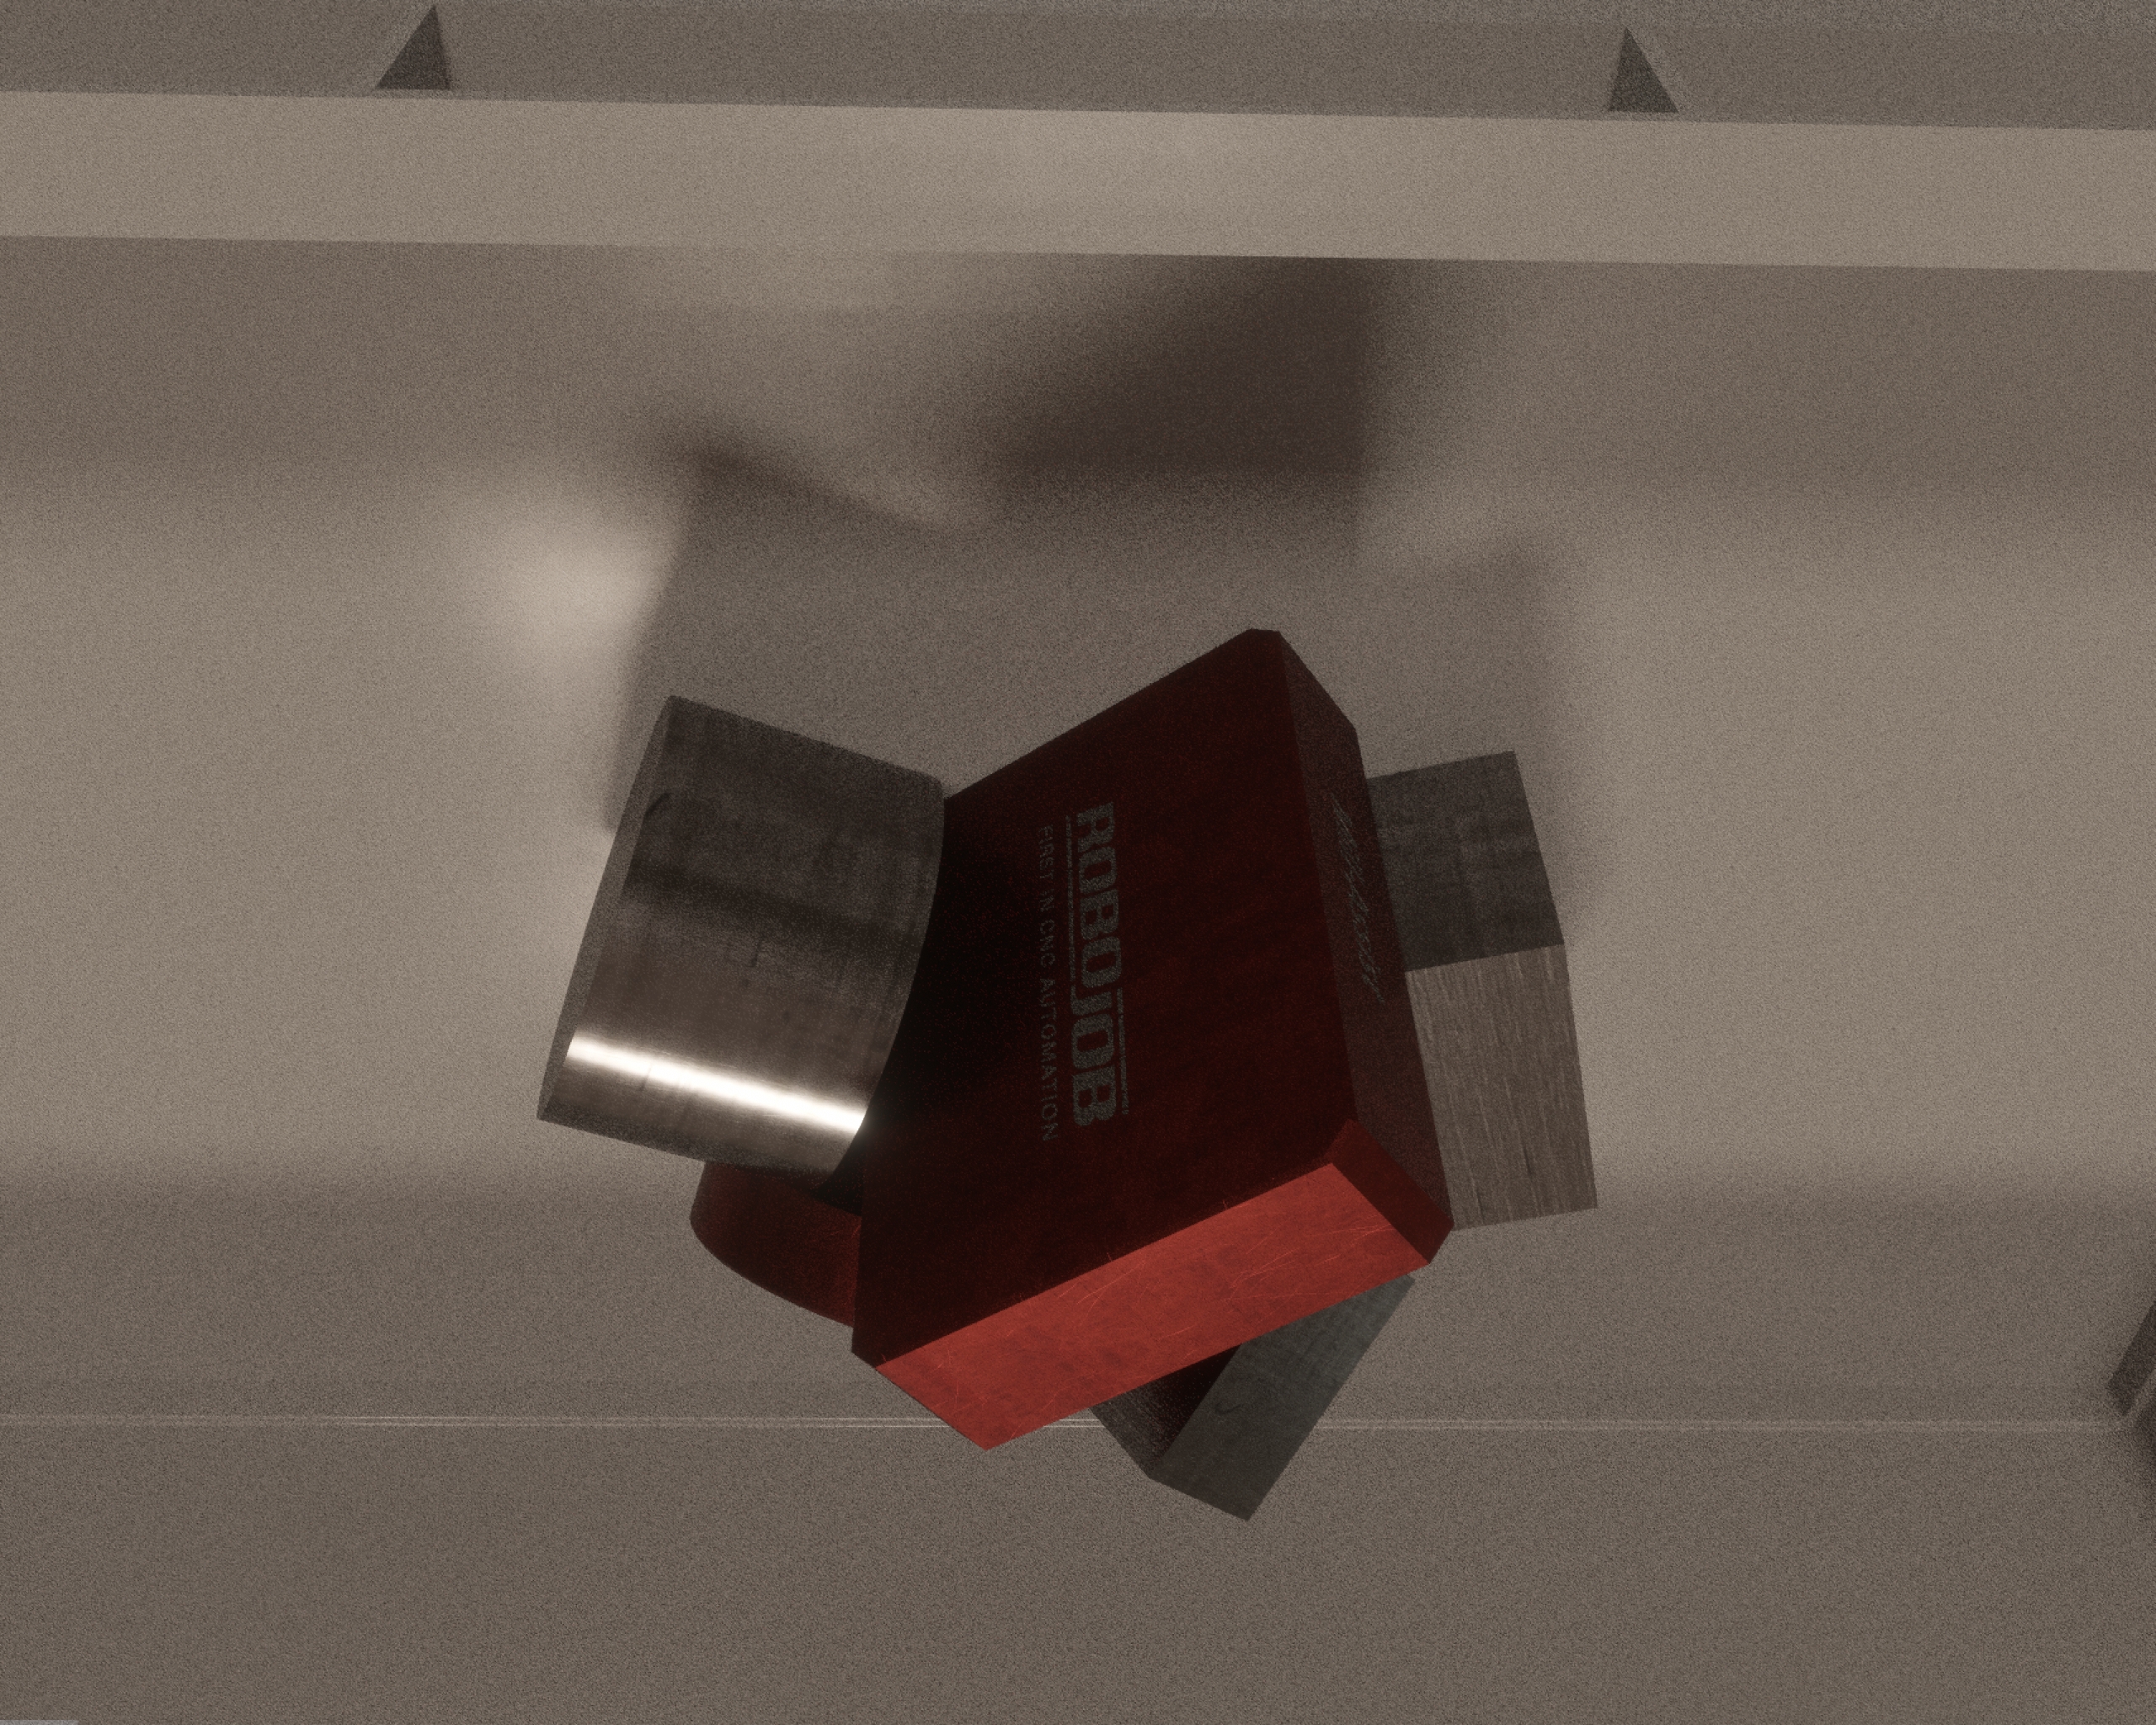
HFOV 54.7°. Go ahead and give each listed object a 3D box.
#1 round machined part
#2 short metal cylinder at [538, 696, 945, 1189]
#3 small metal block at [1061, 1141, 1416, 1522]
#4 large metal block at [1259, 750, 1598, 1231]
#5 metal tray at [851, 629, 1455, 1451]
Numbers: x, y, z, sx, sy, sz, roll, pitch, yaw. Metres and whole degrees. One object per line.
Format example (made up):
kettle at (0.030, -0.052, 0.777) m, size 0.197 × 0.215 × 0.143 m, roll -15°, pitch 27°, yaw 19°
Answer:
round machined part at (-0.025, 0.065, 0.427) m, size 0.099 × 0.098 × 0.042 m, roll 16°, pitch 93°, yaw -14°
short metal cylinder at (-0.062, 0.015, 0.382) m, size 0.050 × 0.080 × 0.079 m, roll 18°, pitch 128°, yaw -15°
small metal block at (0.023, 0.078, 0.368) m, size 0.025 × 0.050 × 0.050 m, roll 35°, pitch 90°, yaw -34°
large metal block at (0.054, 0.031, 0.408) m, size 0.080 × 0.050 × 0.080 m, roll -11°, pitch 134°, yaw 9°
metal tray at (0.009, 0.025, 0.359) m, size 0.090 × 0.130 × 0.030 m, roll -28°, pitch 126°, yaw 21°
